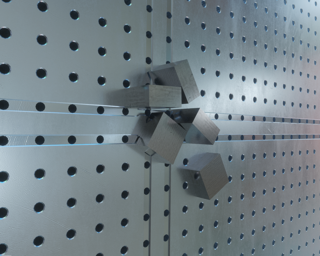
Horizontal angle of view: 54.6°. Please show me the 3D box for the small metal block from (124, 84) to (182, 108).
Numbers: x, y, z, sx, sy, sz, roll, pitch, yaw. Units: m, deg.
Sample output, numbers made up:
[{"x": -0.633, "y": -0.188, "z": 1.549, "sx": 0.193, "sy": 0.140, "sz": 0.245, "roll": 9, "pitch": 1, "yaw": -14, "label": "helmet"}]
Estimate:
[{"x": -0.009, "y": -0.037, "z": 0.384, "sx": 0.050, "sy": 0.050, "sz": 0.025, "roll": -2, "pitch": 91, "yaw": -40, "label": "small metal block"}]

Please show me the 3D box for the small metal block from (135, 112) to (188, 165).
[{"x": 0.003, "y": 0.014, "z": 0.411, "sx": 0.050, "sy": 0.025, "sz": 0.050, "roll": 39, "pitch": 67, "yaw": -33, "label": "small metal block"}]

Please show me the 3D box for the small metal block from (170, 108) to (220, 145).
[{"x": 0.046, "y": -0.002, "z": 0.430, "sx": 0.050, "sy": 0.050, "sz": 0.025, "roll": 43, "pitch": 64, "yaw": -32, "label": "small metal block"}]

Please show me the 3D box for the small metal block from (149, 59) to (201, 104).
[{"x": 0.019, "y": -0.059, "z": 0.407, "sx": 0.025, "sy": 0.050, "sz": 0.050, "roll": -36, "pitch": 112, "yaw": -34, "label": "small metal block"}]

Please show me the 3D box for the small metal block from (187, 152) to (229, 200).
[{"x": 0.074, "y": 0.072, "z": 0.470, "sx": 0.050, "sy": 0.025, "sz": 0.050, "roll": -33, "pitch": 111, "yaw": -35, "label": "small metal block"}]
